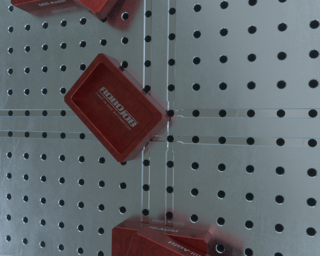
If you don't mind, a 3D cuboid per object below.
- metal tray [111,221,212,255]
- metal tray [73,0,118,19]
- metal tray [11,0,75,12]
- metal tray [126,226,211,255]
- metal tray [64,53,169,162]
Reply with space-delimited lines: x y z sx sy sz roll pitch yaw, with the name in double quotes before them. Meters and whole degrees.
"metal tray" 0.000 0.178 0.410 0.130 0.030 0.090 1 90 20
"metal tray" -0.107 -0.224 0.420 0.130 0.030 0.090 37 92 -2
"metal tray" -0.165 -0.234 0.469 0.130 0.030 0.090 -2 89 20
"metal tray" 0.019 0.187 0.371 0.130 0.030 0.090 19 96 19
"metal tray" -0.062 -0.028 0.432 0.130 0.030 0.090 46 104 14
